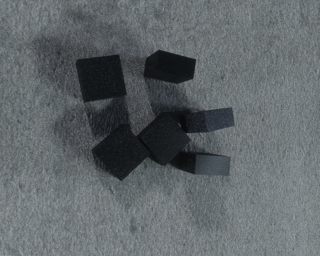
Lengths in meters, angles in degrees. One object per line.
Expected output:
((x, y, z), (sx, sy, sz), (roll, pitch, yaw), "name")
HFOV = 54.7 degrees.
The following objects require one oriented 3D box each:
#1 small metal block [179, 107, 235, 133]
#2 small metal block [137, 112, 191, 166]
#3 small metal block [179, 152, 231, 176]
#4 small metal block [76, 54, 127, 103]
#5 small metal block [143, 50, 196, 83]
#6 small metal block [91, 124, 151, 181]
((0.063, -0.010, 0.414), (0.050, 0.050, 0.025), (-12, 94, -35), "small metal block")
((0.004, 0.014, 0.412), (0.050, 0.025, 0.050), (-44, 104, -15), "small metal block")
((0.059, 0.048, 0.419), (0.050, 0.050, 0.025), (5, 89, -20), "small metal block")
((-0.073, -0.061, 0.383), (0.050, 0.025, 0.050), (-12, 94, -20), "small metal block")
((0.012, -0.078, 0.401), (0.050, 0.050, 0.025), (10, 87, -20), "small metal block")
((-0.049, 0.030, 0.392), (0.050, 0.025, 0.050), (-43, 104, -15), "small metal block")
